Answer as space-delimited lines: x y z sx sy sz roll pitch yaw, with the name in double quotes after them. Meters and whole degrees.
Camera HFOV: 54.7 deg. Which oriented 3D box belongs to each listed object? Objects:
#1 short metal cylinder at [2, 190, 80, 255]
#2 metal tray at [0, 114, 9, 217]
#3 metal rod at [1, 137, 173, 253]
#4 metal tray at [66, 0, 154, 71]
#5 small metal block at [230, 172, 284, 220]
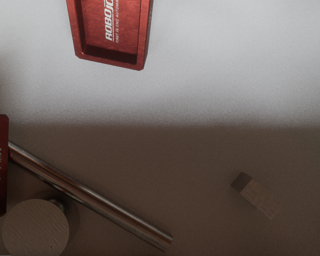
-0.150 0.125 0.397 0.081 0.050 0.079 0 90 -1 "short metal cylinder"
-0.240 0.046 0.392 0.090 0.030 0.129 2 90 18 "metal tray"
-0.119 0.078 0.409 0.301 0.025 0.025 30 90 -1 "metal rod"
-0.057 -0.128 0.360 0.091 0.129 0.030 12 58 -1 "metal tray"
0.124 0.086 0.401 0.050 0.050 0.025 41 90 -1 "small metal block"
